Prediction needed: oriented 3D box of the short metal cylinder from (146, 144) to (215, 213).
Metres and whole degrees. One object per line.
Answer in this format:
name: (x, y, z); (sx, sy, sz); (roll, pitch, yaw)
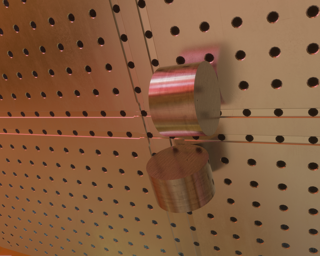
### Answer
short metal cylinder: (0.028, 0.063, 0.400); (0.080, 0.080, 0.050); (-1, 118, 29)

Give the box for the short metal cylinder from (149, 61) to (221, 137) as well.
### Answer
short metal cylinder: (0.030, -0.030, 0.341); (0.050, 0.080, 0.080); (-2, 118, 29)
